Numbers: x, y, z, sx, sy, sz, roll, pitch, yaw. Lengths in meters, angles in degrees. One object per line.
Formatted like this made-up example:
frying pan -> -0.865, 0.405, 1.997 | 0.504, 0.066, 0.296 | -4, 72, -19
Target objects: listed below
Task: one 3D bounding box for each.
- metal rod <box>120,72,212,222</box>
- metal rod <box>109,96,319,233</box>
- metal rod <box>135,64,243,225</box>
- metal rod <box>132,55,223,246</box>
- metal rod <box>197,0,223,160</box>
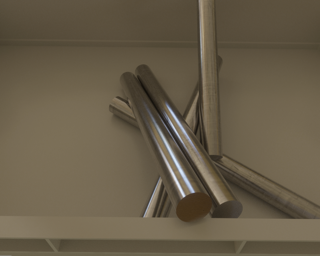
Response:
metal rod -> -0.013, -0.010, 0.337 | 0.025, 0.025, 0.300 | -11, 27, -10
metal rod -> 0.059, 0.035, 0.376 | 0.300, 0.025, 0.025 | 29, 56, 22
metal rod -> 0.012, -0.012, 0.355 | 0.025, 0.025, 0.300 | -12, 33, -10
metal rod -> 0.036, -0.002, 0.374 | 0.025, 0.025, 0.301 | 15, 46, 12
metal rod -> 0.061, -0.107, 0.398 | 0.025, 0.025, 0.299 | 1, 70, 0
